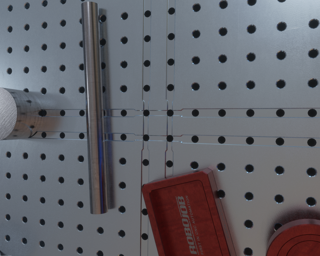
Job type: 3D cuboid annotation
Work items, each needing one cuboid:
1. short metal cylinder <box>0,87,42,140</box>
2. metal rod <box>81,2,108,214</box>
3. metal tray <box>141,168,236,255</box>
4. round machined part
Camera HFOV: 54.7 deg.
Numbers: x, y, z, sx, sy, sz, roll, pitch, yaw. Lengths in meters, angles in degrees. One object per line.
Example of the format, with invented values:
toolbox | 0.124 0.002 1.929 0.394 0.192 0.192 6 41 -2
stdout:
short metal cylinder | -0.235 -0.021 0.482 0.080 0.050 0.080 0 90 20
metal rod | -0.094 -0.029 0.445 0.025 0.025 0.298 -3 89 20
metal tray | 0.037 0.125 0.396 0.090 0.030 0.129 -17 84 19
round machined part | 0.169 0.149 0.344 0.098 0.042 0.097 0 90 20
